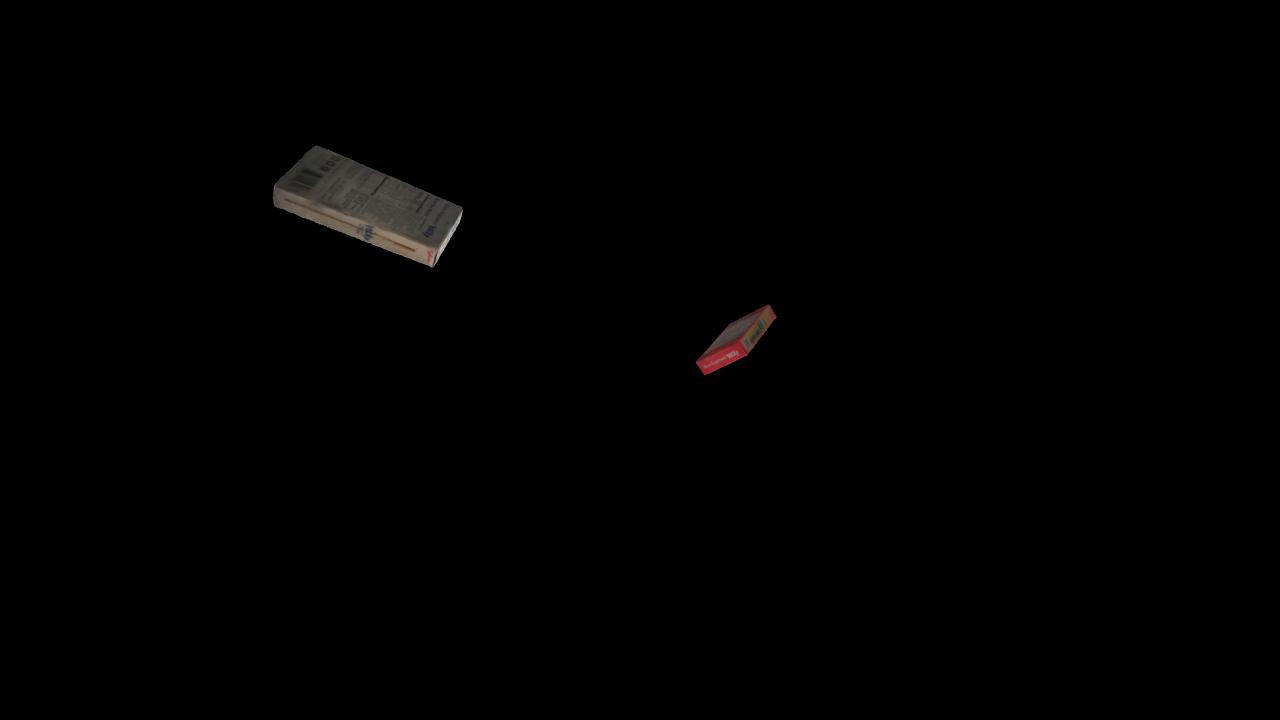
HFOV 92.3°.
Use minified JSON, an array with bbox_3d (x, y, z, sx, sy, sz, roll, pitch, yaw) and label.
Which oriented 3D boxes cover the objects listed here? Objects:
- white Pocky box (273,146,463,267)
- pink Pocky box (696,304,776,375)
[{"bbox_3d":[-0.263,-0.152,0.608,0.154,0.084,0.028,21,-47,-13],"label":"white Pocky box"},{"bbox_3d":[0.153,-0.033,0.965,0.084,0.029,0.155,-28,9,37],"label":"pink Pocky box"}]
